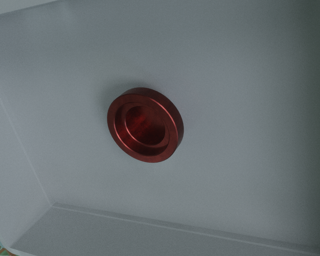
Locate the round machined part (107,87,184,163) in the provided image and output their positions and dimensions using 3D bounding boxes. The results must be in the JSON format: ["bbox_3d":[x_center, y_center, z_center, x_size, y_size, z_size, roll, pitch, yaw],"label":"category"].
[{"bbox_3d":[-0.015,-0.007,0.398,0.098,0.042,0.097,13,124,21],"label":"round machined part"}]
